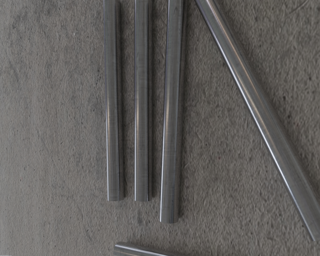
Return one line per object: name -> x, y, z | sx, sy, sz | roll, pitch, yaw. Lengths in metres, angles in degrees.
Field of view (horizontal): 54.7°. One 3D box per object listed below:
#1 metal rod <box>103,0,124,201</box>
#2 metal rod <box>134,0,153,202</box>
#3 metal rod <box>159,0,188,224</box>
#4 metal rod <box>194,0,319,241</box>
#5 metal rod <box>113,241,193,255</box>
metal rod -> -0.069, -0.043, 0.462 | 0.025, 0.025, 0.298 | -2, 88, 40
metal rod -> -0.023, -0.051, 0.423 | 0.025, 0.025, 0.298 | 0, 90, 40
metal rod -> 0.017, -0.031, 0.390 | 0.025, 0.025, 0.298 | 4, 92, 40
metal rod -> 0.098, -0.036, 0.324 | 0.025, 0.025, 0.299 | -33, 70, 35
metal rod -> 0.056, 0.165, 0.358 | 0.300, 0.025, 0.025 | -7, 86, 39
